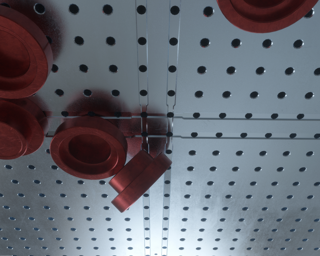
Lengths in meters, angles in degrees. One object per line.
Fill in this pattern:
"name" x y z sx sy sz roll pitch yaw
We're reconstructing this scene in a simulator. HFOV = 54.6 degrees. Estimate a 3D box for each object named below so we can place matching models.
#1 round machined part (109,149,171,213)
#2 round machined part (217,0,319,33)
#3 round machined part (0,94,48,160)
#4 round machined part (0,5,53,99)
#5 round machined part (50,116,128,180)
"round machined part" -0.032 0.067 0.430 0.042 0.098 0.098 45 122 3
"round machined part" 0.097 -0.141 0.281 0.099 0.042 0.097 0 130 0
"round machined part" -0.201 0.003 0.402 0.099 0.042 0.097 0 130 0
"round machined part" -0.164 -0.083 0.329 0.099 0.042 0.097 0 130 0
"round machined part" -0.092 0.022 0.418 0.099 0.042 0.097 0 130 0
